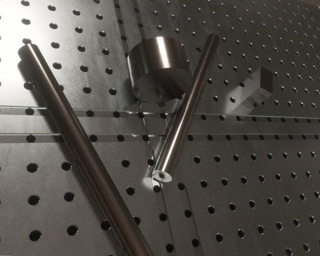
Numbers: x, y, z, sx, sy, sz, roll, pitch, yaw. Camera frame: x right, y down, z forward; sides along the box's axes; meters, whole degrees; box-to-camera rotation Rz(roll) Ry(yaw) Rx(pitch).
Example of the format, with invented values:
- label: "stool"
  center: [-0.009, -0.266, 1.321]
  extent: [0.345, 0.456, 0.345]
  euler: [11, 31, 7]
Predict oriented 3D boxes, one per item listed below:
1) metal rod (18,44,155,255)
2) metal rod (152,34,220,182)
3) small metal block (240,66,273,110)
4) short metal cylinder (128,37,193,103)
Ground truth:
- label: "metal rod"
  center: [-0.084, 0.029, 0.345]
  extent: [0.025, 0.025, 0.299]
  euler: [-22, 74, -36]
- label: "metal rod"
  center: [0.049, -0.051, 0.467]
  extent: [0.025, 0.025, 0.300]
  euler: [31, 52, -9]
- label: "small metal block"
  center: [0.163, -0.067, 0.524]
  extent: [0.025, 0.050, 0.050]
  euler: [25, 53, -13]
- label: "short metal cylinder"
  center: [-0.001, -0.077, 0.421]
  extent: [0.081, 0.080, 0.050]
  euler: [3, 61, -27]
